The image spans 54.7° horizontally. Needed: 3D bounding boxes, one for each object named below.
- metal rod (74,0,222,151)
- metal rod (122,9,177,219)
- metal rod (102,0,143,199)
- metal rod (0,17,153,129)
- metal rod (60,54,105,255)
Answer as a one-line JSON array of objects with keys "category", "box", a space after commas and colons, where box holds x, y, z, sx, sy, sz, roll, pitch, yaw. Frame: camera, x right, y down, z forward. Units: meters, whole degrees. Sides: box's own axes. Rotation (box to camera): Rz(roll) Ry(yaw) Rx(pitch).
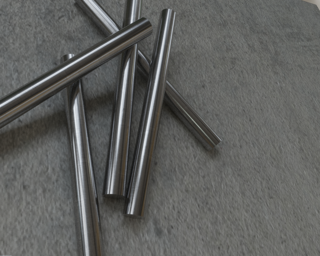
[{"category": "metal rod", "box": [-0.021, -0.087, 0.447, 0.300, 0.025, 0.025, 49, 51, 6]}, {"category": "metal rod", "box": [-0.008, -0.037, 0.399, 0.025, 0.025, 0.299, 18, 62, -18]}, {"category": "metal rod", "box": [-0.044, -0.062, 0.397, 0.025, 0.025, 0.299, 13, 63, -22]}, {"category": "metal rod", "box": [-0.119, -0.048, 0.336, 0.025, 0.025, 0.302, 47, 61, 4]}, {"category": "metal rod", "box": [-0.083, 0.045, 0.331, 0.025, 0.025, 0.299, 1, 61, -28]}]
